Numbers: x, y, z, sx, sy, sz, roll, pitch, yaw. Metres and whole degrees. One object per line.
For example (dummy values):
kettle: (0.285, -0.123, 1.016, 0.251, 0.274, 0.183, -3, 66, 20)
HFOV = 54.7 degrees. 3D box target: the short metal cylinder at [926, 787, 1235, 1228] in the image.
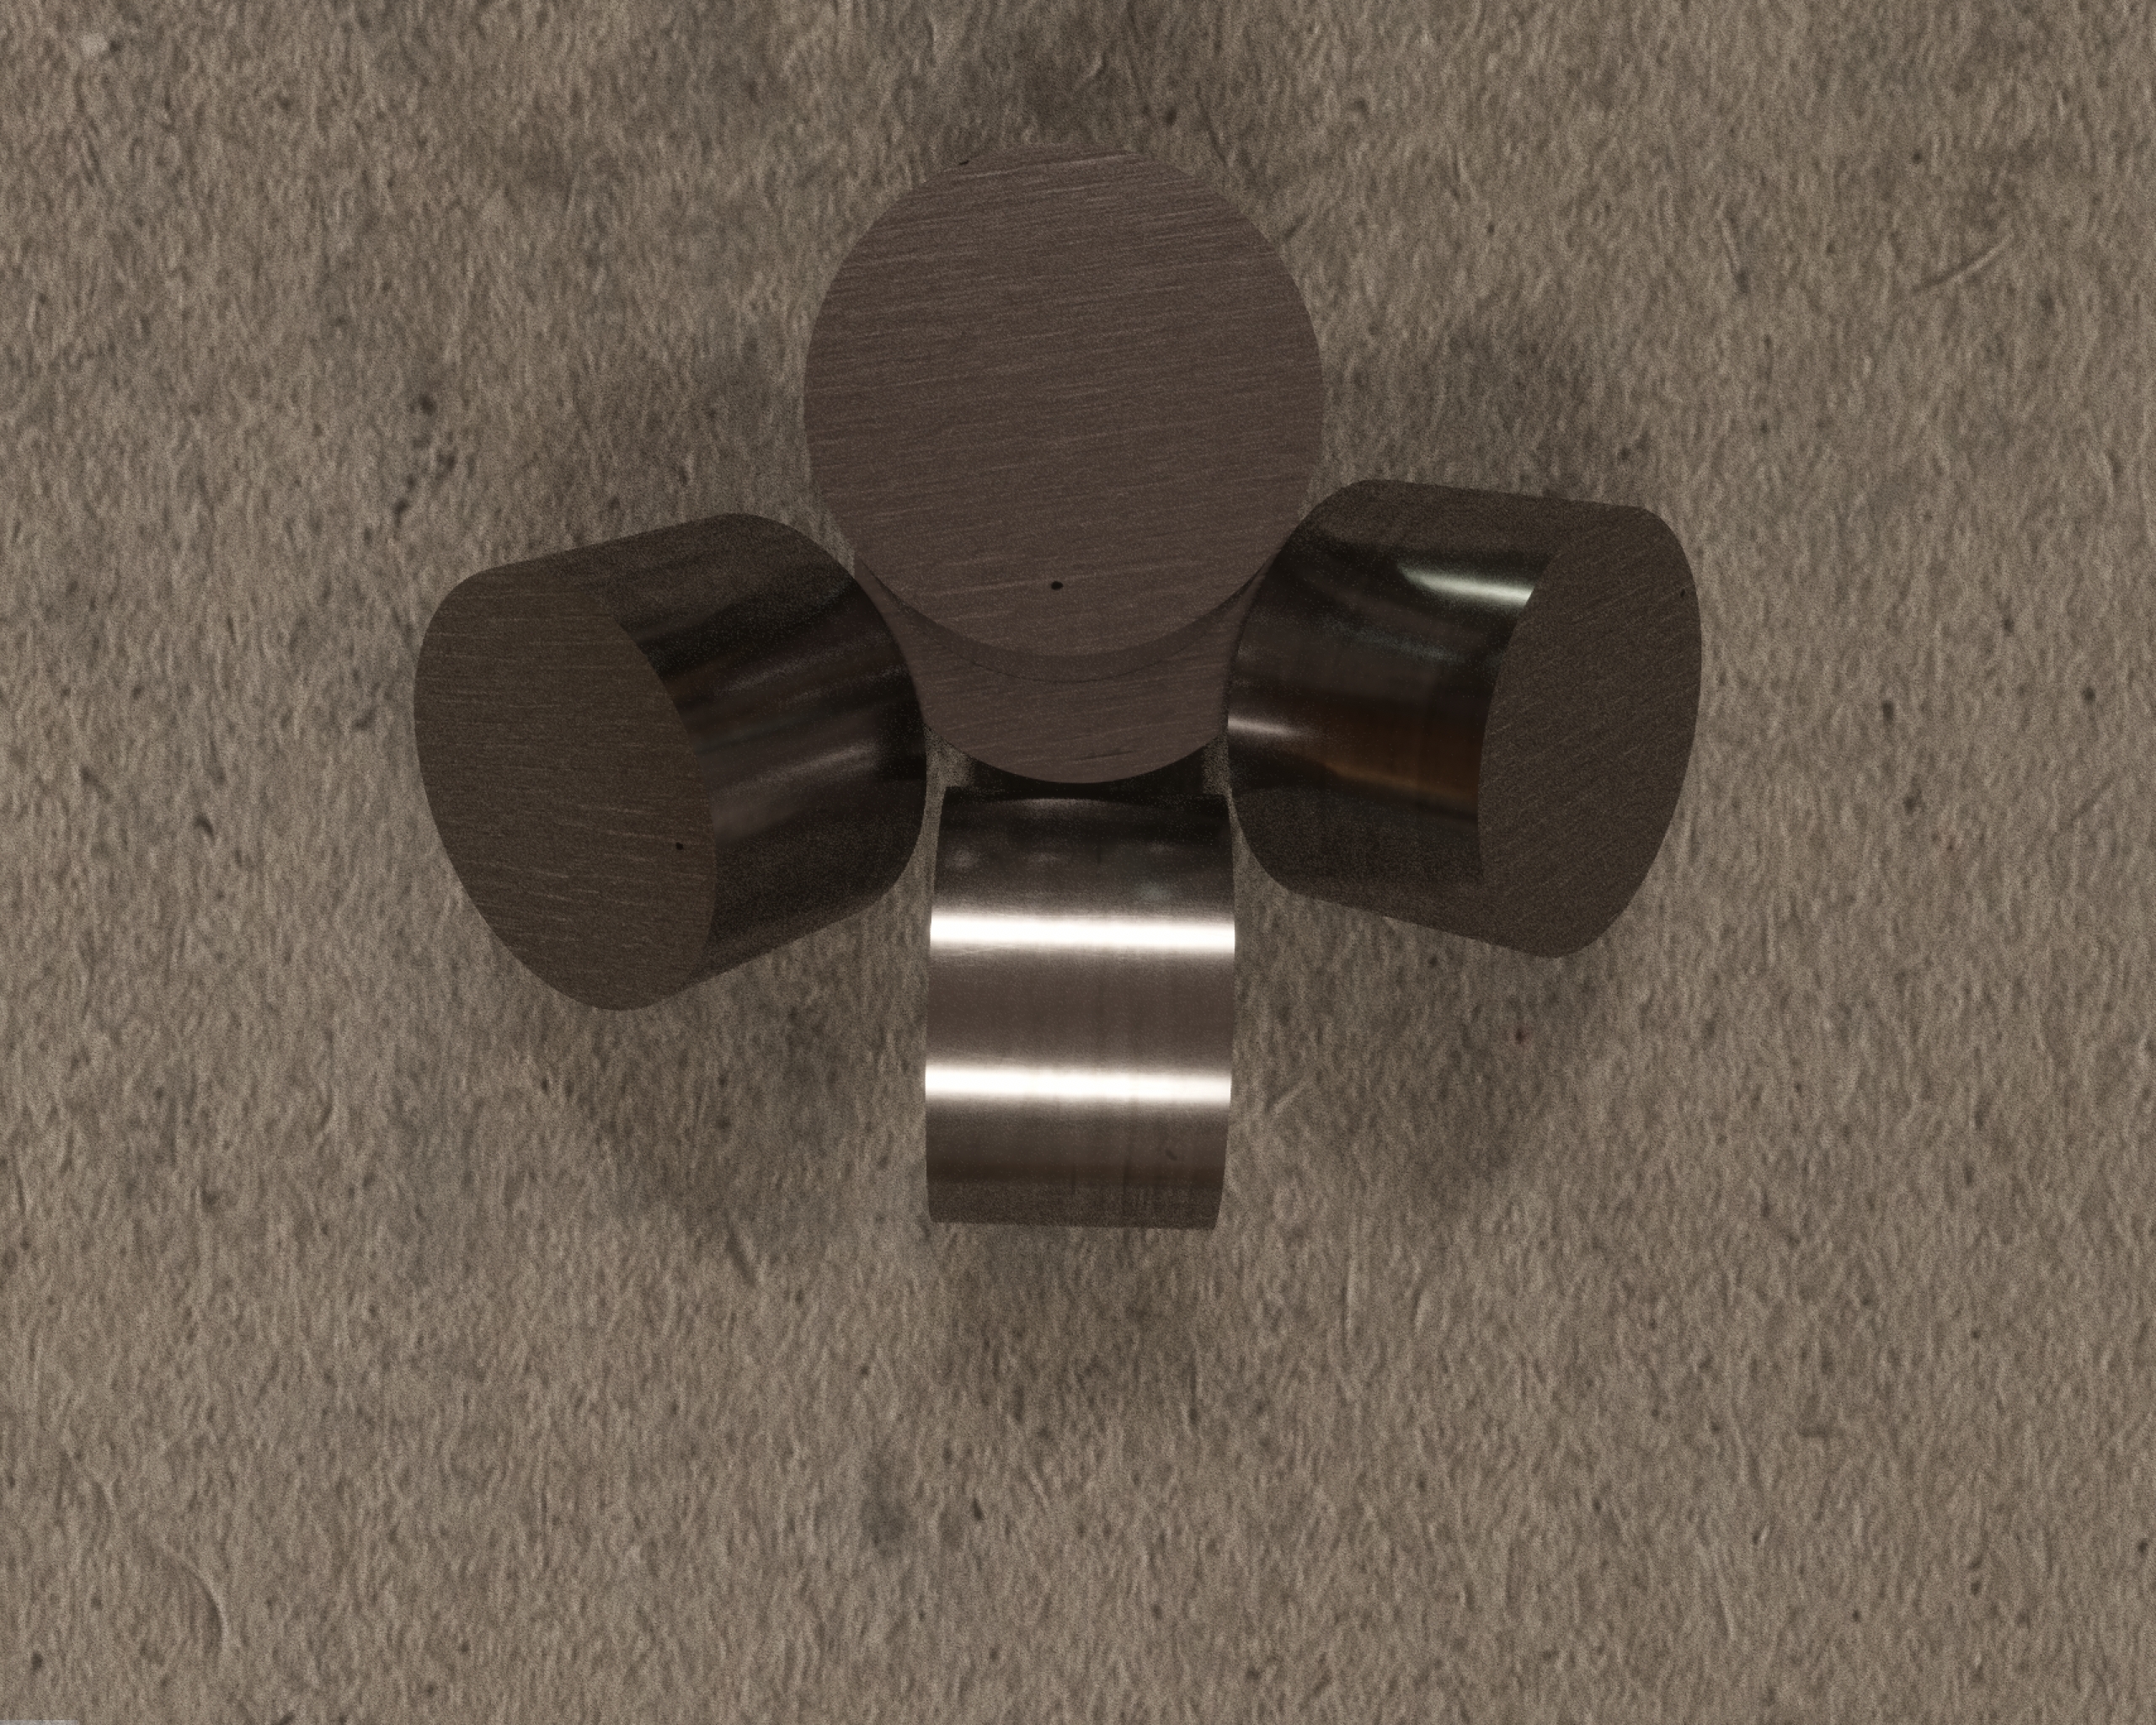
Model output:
short metal cylinder: (0.000, 0.026, 0.383, 0.050, 0.080, 0.079, 2, 90, 0)

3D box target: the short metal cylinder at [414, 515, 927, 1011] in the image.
short metal cylinder: (-0.074, -0.019, 0.378, 0.080, 0.050, 0.079, 17, 118, 35)

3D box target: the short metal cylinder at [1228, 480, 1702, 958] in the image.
short metal cylinder: (0.072, -0.027, 0.379, 0.050, 0.080, 0.080, 15, 90, 38)

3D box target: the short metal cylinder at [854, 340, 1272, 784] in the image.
short metal cylinder: (0.000, -0.054, 0.399, 0.081, 0.050, 0.079, 0, 90, -1)

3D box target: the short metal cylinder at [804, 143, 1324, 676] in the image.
short metal cylinder: (-0.002, -0.072, 0.348, 0.081, 0.050, 0.079, 0, 90, -1)
